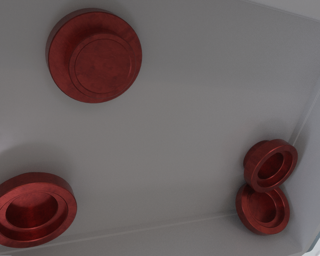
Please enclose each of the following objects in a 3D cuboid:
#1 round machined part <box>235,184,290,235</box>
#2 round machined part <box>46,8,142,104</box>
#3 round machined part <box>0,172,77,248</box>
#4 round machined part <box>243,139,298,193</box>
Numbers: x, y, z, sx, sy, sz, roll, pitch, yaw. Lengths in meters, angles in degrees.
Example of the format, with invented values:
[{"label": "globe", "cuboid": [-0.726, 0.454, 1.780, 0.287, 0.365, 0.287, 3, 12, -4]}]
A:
[{"label": "round machined part", "cuboid": [0.180, 0.144, 0.562, 0.099, 0.098, 0.042, -9, 158, -24]}, {"label": "round machined part", "cuboid": [-0.064, -0.069, 0.320, 0.099, 0.042, 0.097, -14, 124, -21]}, {"label": "round machined part", "cuboid": [-0.154, 0.092, 0.371, 0.099, 0.042, 0.097, -14, 124, -21]}, {"label": "round machined part", "cuboid": [0.185, 0.060, 0.535, 0.099, 0.042, 0.097, -14, 124, -21]}]
